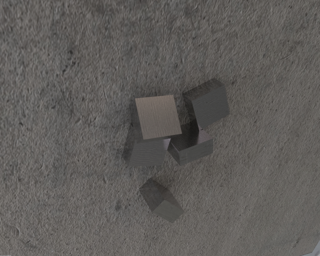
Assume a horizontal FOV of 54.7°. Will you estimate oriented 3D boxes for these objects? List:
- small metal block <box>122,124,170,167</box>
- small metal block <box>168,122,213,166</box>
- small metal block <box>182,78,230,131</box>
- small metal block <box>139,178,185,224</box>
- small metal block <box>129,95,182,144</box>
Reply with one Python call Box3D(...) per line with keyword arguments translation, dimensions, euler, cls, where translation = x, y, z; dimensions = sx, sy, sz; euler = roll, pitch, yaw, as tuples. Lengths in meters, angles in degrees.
Box3D(translation=(-0.018, 0.023, 0.411), dimensions=(0.050, 0.025, 0.050), euler=(2, 118, -30), cls="small metal block")
Box3D(translation=(0.037, 0.020, 0.423), dimensions=(0.050, 0.050, 0.025), euler=(-19, 126, -17), cls="small metal block")
Box3D(translation=(0.064, -0.032, 0.421), dimensions=(0.050, 0.025, 0.050), euler=(-28, 128, -11), cls="small metal block")
Box3D(translation=(0.002, 0.107, 0.458), dimensions=(0.025, 0.050, 0.050), euler=(-46, 129, 4), cls="small metal block")
Box3D(translation=(-0.006, -0.011, 0.379), dimensions=(0.050, 0.025, 0.050), euler=(-8, 79, -24), cls="small metal block")
